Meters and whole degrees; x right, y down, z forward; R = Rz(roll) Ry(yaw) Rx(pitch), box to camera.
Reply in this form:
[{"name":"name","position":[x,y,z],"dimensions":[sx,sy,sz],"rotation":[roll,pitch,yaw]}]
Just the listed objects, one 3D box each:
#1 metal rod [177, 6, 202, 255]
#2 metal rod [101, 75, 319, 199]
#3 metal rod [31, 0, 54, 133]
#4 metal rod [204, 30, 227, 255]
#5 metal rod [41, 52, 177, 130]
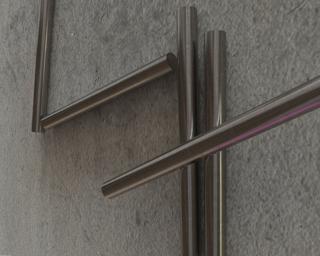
[{"name":"metal rod","position":[0.035,0.006,0.374],"dimensions":[0.025,0.025,0.298],"rotation":[-2,89,39]},{"name":"metal rod","position":[0.036,0.025,0.339],"dimensions":[0.299,0.025,0.025],"rotation":[-30,72,35]},{"name":"metal rod","position":[-0.218,-0.141,0.581],"dimensions":[0.025,0.025,0.298],"rotation":[9,96,39]},{"name":"metal rod","position":[0.063,0.042,0.351],"dimensions":[0.025,0.025,0.298],"rotation":[0,90,39]},{"name":"metal rod","position":[-0.096,-0.046,0.481],"dimensions":[0.300,0.025,0.025],"rotation":[-18,79,38]}]
